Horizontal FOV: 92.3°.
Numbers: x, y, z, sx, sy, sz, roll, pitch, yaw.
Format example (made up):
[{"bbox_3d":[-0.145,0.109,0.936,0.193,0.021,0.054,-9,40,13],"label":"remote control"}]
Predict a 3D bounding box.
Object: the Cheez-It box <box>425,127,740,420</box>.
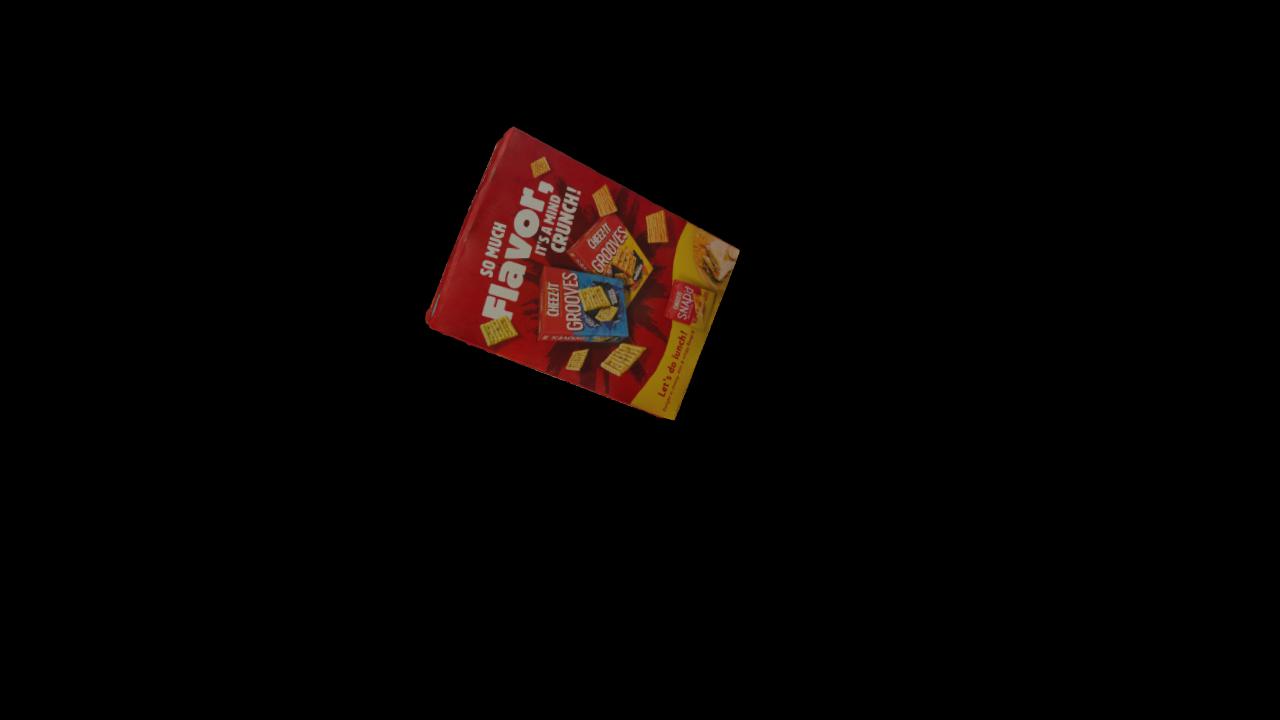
[{"bbox_3d":[-0.044,-0.063,0.521,0.223,0.166,0.071,22,-2,-24],"label":"Cheez-It box"}]
